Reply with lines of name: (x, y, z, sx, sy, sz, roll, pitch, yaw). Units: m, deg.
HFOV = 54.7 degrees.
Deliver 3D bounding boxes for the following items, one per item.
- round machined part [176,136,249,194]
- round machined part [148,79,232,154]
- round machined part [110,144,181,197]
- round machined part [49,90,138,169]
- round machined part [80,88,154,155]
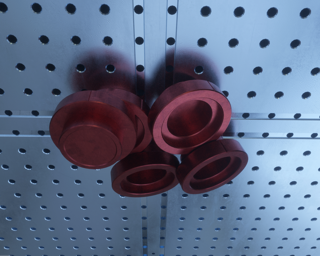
round machined part: (0.067, 0.046, 0.425, 0.099, 0.042, 0.097, -17, 143, -13)
round machined part: (0.032, -0.017, 0.375, 0.099, 0.042, 0.097, -11, 133, -12)
round machined part: (-0.020, 0.058, 0.438, 0.099, 0.042, 0.098, -8, 145, -6)
round machined part: (-0.075, 0.009, 0.351, 0.099, 0.042, 0.097, -1, 130, 0)
round machined part: (-0.057, -0.010, 0.391, 0.099, 0.042, 0.097, -1, 130, 0)
